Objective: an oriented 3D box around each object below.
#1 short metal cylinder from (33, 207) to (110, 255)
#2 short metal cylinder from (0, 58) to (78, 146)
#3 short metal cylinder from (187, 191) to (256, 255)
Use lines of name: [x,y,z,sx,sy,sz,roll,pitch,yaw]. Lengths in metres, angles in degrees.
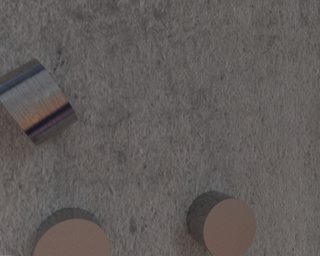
short metal cylinder: [-0.103,0.138,0.359,0.081,0.050,0.079,0,90,-21]
short metal cylinder: [-0.132,-0.027,0.331,0.050,0.080,0.080,-36,102,-17]
short metal cylinder: [0.084,0.132,0.429,0.081,0.050,0.079,0,90,-21]
